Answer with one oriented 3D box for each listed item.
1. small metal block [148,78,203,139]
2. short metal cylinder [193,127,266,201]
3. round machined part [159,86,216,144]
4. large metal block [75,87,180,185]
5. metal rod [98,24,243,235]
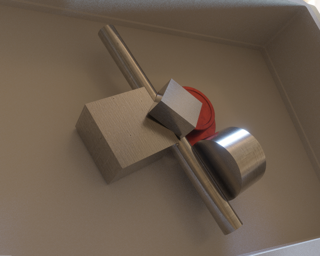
[{"bbox_3d":[0.020,-0.024,0.368,0.050,0.025,0.050,37,39,-12],"label":"small metal block"},{"bbox_3d":[0.083,0.044,0.388,0.050,0.080,0.080,-23,74,-37],"label":"short metal cylinder"},{"bbox_3d":[0.035,-0.018,0.424,0.099,0.042,0.098,14,56,-21],"label":"round machined part"},{"bbox_3d":[-0.039,0.007,0.361,0.081,0.050,0.080,-23,74,-36],"label":"large metal block"},{"bbox_3d":[0.006,-0.008,0.386,0.025,0.025,0.299,-23,74,-37],"label":"metal rod"}]
